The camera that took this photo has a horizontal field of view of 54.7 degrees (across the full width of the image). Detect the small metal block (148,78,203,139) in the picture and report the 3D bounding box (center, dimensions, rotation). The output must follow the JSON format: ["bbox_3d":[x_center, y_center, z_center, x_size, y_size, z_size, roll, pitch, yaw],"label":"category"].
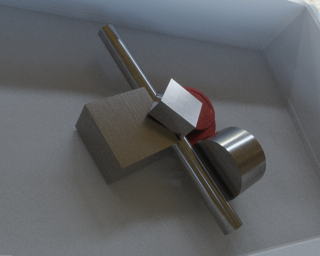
[{"bbox_3d":[0.020,-0.024,0.368,0.050,0.025,0.050,37,39,-12],"label":"small metal block"}]

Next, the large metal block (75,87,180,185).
[{"bbox_3d":[-0.039,0.007,0.361,0.081,0.050,0.080,-23,74,-36],"label":"large metal block"}]

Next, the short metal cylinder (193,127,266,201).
[{"bbox_3d":[0.083,0.044,0.388,0.050,0.080,0.080,-23,74,-37],"label":"short metal cylinder"}]

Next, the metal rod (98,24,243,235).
[{"bbox_3d":[0.006,-0.008,0.386,0.025,0.025,0.299,-23,74,-37],"label":"metal rod"}]

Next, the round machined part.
[{"bbox_3d":[0.035,-0.018,0.424,0.099,0.042,0.098,14,56,-21],"label":"round machined part"}]
